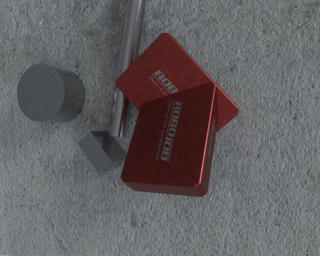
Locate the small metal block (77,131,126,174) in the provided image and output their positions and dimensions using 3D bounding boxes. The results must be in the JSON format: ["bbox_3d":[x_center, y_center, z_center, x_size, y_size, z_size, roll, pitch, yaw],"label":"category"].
[{"bbox_3d":[-0.076,0.031,0.421,0.025,0.050,0.050,-40,78,15],"label":"small metal block"}]

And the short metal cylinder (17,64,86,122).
[{"bbox_3d":[-0.157,-0.048,0.449,0.080,0.050,0.079,0,90,19],"label":"short metal cylinder"}]

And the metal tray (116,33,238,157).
[{"bbox_3d":[0.021,-0.040,0.385,0.090,0.030,0.130,-43,89,15],"label":"metal tray"}]

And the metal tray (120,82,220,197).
[{"bbox_3d":[0.016,0.009,0.356,0.090,0.030,0.130,0,59,24],"label":"metal tray"}]

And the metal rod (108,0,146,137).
[{"bbox_3d":[-0.037,-0.137,0.420,0.025,0.025,0.298,10,93,19],"label":"metal rod"}]
